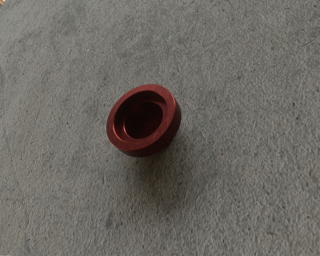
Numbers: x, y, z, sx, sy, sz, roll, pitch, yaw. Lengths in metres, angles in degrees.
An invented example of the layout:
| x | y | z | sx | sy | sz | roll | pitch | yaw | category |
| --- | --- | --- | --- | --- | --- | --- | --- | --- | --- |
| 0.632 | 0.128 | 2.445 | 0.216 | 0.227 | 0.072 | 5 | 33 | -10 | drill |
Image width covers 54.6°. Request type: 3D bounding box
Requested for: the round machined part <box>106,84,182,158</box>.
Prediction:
| x | y | z | sx | sy | sz | roll | pitch | yaw | category |
| --- | --- | --- | --- | --- | --- | --- | --- | --- | --- |
| -0.017 | -0.006 | 0.407 | 0.098 | 0.042 | 0.098 | -13 | 56 | 21 | round machined part |
